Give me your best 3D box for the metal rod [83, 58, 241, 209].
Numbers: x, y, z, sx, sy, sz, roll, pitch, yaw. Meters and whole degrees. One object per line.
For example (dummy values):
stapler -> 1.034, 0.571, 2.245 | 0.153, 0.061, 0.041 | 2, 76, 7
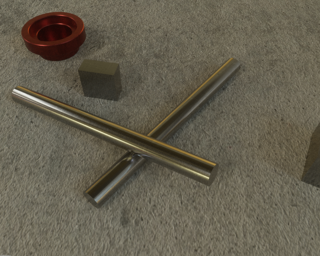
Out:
metal rod -> 0.021, -0.010, 0.412 | 0.025, 0.025, 0.301 | 32, 57, 24

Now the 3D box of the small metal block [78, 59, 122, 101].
small metal block -> -0.084, -0.068, 0.443 | 0.050, 0.050, 0.025 | 9, 51, 7

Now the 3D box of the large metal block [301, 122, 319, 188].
large metal block -> 0.222, 0.034, 0.361 | 0.080, 0.050, 0.080 | 21, 53, 16

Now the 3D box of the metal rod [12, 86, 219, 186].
metal rod -> -0.073, 0.000, 0.377 | 0.301, 0.025, 0.025 | 21, 53, 25

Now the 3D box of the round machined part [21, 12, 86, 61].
round machined part -> -0.172, -0.148, 0.515 | 0.099, 0.042, 0.098 | 0, 50, 0
